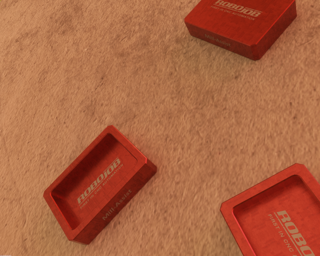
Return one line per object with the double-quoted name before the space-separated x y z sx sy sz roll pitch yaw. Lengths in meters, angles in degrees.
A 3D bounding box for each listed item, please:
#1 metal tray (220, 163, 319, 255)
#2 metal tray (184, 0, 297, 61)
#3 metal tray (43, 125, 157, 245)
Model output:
"metal tray" 0.122 0.107 0.270 0.090 0.030 0.130 -31 52 8
"metal tray" 0.110 -0.157 0.438 0.090 0.030 0.130 -49 52 -7
"metal tray" -0.079 0.069 0.397 0.130 0.030 0.090 -46 52 -5
